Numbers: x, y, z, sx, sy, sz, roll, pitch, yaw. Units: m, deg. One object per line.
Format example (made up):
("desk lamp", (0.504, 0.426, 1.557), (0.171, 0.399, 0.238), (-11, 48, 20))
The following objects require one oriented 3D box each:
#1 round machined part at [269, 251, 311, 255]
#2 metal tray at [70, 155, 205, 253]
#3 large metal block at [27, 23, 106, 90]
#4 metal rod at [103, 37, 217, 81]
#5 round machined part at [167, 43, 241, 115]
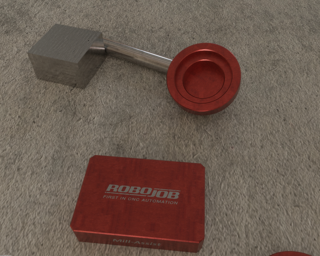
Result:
("round machined part", (0.124, 0.154, 0.264), (0.099, 0.042, 0.098), (0, 50, 0))
("metal tray", (-0.019, 0.078, 0.334), (0.131, 0.030, 0.090), (4, 50, 3))
("large metal block", (-0.140, -0.112, 0.480), (0.080, 0.050, 0.080), (14, 51, 11))
("metal rod", (-0.033, -0.115, 0.499), (0.301, 0.025, 0.025), (21, 53, 17))
("round machined part", (0.061, -0.064, 0.429), (0.098, 0.042, 0.098), (-3, 76, 12))
